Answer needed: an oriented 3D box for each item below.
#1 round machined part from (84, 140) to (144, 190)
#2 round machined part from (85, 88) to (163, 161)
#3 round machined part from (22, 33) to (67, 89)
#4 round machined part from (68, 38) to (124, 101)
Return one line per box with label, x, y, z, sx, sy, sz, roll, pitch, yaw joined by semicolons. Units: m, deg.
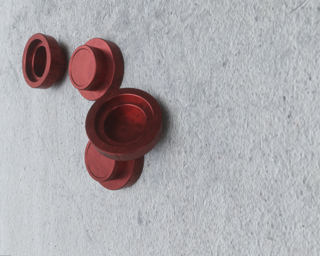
round machined part;-0.073;0.043;0.455;0.098;0.042;0.097;0;90;40
round machined part;-0.044;-0.001;0.409;0.099;0.042;0.098;-3;61;5
round machined part;-0.208;-0.120;0.566;0.098;0.042;0.097;0;90;40
round machined part;-0.105;-0.091;0.481;0.098;0.042;0.097;0;90;40
